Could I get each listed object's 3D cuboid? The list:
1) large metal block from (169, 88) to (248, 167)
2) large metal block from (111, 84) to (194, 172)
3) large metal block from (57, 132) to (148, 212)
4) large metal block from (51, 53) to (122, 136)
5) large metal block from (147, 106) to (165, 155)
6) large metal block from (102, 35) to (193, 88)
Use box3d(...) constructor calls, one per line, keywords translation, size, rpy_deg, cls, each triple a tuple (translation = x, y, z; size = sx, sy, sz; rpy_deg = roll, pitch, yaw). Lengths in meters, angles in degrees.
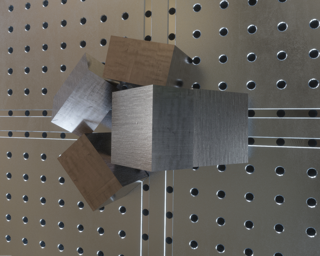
box3d(translation=(0.054, 0.000, 0.356), size=(0.050, 0.081, 0.080), rpy_deg=(-1, 89, 57), cls="large metal block")
box3d(translation=(-0.010, 0.000, 0.329), size=(0.080, 0.050, 0.080), rpy_deg=(0, 89, 54), cls="large metal block")
box3d(translation=(-0.072, 0.053, 0.408), size=(0.050, 0.080, 0.080), rpy_deg=(-41, 78, 15), cls="large metal block")
box3d(translation=(-0.098, -0.044, 0.412), size=(0.050, 0.080, 0.080), rpy_deg=(32, 105, -28), cls="large metal block")
box3d(translation=(-0.009, -0.002, 0.403), size=(0.080, 0.050, 0.080), rpy_deg=(1, 90, 20), cls="large metal block")
box3d(translation=(-0.012, -0.075, 0.388), size=(0.080, 0.080, 0.050), rpy_deg=(14, 95, 20), cls="large metal block")
